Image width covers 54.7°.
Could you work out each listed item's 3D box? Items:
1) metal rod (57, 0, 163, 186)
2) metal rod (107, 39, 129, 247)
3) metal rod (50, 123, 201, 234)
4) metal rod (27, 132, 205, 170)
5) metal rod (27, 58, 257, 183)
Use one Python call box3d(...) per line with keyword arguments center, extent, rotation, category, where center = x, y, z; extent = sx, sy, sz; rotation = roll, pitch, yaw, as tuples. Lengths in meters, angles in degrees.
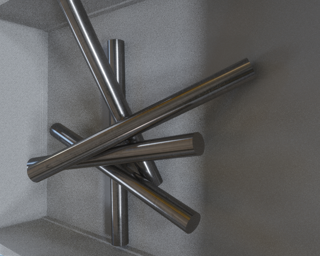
box3d(center=(-0.066, -0.058, 0.382), extent=(0.025, 0.025, 0.299), rotation=(-13, 107, 39), category="metal rod")
box3d(center=(-0.062, 0.020, 0.458), extent=(0.025, 0.025, 0.298), rotation=(-2, 89, 40), category="metal rod")
box3d(center=(-0.069, 0.053, 0.429), extent=(0.300, 0.025, 0.025), rotation=(25, 106, 39), category="metal rod")
box3d(center=(-0.080, 0.038, 0.408), extent=(0.300, 0.025, 0.025), rotation=(-10, 84, 35), category="metal rod")
box3d(center=(-0.034, -0.002, 0.368), extent=(0.300, 0.025, 0.025), rotation=(-25, 73, 15), category="metal rod")
